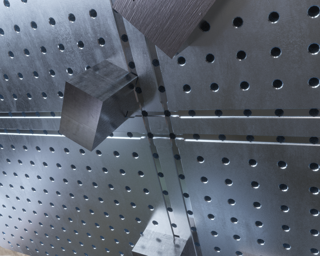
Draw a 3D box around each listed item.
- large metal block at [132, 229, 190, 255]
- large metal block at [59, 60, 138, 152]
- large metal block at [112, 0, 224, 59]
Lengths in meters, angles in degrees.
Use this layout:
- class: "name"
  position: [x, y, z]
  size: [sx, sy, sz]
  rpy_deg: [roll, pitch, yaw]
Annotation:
- class: "large metal block"
  position: [0.005, 0.231, 0.535]
  size: [0.080, 0.050, 0.080]
  rpy_deg: [6, 121, 25]
- class: "large metal block"
  position: [-0.079, -0.030, 0.399]
  size: [0.050, 0.080, 0.079]
  rpy_deg: [29, 128, 9]
- class: "large metal block"
  position: [0.013, -0.131, 0.308]
  size: [0.080, 0.050, 0.080]
  rpy_deg: [41, 129, 0]
